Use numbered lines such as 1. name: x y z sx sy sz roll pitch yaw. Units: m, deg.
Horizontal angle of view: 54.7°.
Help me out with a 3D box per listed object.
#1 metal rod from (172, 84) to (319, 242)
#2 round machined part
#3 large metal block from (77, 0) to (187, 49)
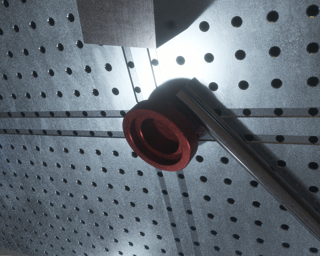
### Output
1. metal rod: 0.131 0.060 0.378 0.300 0.025 0.025 44 129 -3
2. round machined part: 0.004 0.005 0.393 0.098 0.042 0.097 22 136 23
3. large metal block: -0.025 -0.119 0.315 0.080 0.080 0.050 10 123 22
